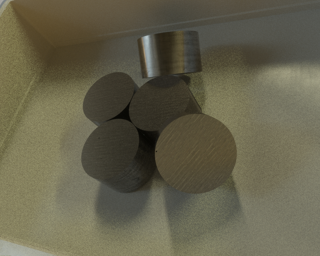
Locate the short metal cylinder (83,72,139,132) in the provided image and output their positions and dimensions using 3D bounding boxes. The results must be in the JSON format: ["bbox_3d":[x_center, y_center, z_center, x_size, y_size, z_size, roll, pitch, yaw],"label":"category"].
[{"bbox_3d":[-0.060,-0.031,0.436,0.080,0.050,0.080,-13,56,20],"label":"short metal cylinder"}]

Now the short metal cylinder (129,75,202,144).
[{"bbox_3d":[0.008,-0.020,0.394,0.080,0.050,0.080,-13,56,20],"label":"short metal cylinder"}]

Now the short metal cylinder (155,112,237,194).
[{"bbox_3d":[0.035,0.023,0.328,0.081,0.050,0.079,0,96,-1],"label":"short metal cylinder"}]

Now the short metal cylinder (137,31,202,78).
[{"bbox_3d":[0.013,-0.095,0.409,0.080,0.080,0.050,-3,99,26],"label":"short metal cylinder"}]

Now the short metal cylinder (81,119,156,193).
[{"bbox_3d":[-0.050,0.035,0.390,0.080,0.050,0.080,-13,56,20],"label":"short metal cylinder"}]
